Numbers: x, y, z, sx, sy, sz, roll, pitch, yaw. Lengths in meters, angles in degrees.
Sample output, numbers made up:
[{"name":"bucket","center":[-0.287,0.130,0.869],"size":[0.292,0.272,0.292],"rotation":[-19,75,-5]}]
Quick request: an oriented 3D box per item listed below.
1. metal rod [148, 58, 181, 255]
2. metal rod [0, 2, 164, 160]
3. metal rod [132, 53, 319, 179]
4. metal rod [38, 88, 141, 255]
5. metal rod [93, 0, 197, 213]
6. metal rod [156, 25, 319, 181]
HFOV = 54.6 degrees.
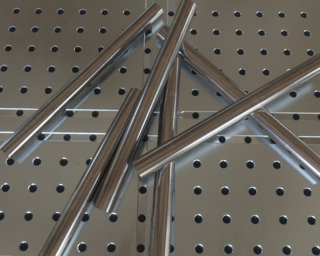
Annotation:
[{"name":"metal rod","center":[0.007,0.044,0.395],"size":[0.025,0.025,0.299],"rotation":[4,70,1]},{"name":"metal rod","center":[-0.101,-0.075,0.438],"size":[0.025,0.025,0.301],"rotation":[38,74,13]},{"name":"metal rod","center":[0.102,-0.023,0.392],"size":[0.301,0.025,0.025],"rotation":[-29,73,-10]},{"name":"metal rod","center":[-0.093,0.079,0.382],"size":[0.025,0.025,0.300],"rotation":[24,72,8]},{"name":"metal rod","center":[-0.015,-0.037,0.407],"size":[0.025,0.025,0.299],"rotation":[21,78,7]},{"name":"metal rod","center":[0.108,-0.042,0.427],"size":[0.025,0.025,0.300],"rotation":[-42,75,-14]}]
